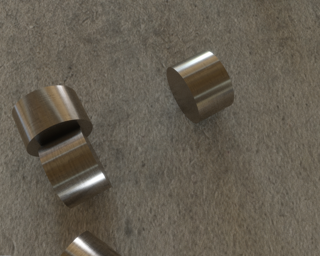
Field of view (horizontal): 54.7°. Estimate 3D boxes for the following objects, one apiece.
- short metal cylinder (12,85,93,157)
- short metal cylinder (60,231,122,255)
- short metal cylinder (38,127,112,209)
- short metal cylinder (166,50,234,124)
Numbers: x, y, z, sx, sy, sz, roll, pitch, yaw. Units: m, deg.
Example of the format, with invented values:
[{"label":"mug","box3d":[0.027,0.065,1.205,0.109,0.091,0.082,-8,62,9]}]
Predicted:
[{"label":"short metal cylinder","box3d":[-0.130,-0.007,0.379,0.080,0.080,0.050,-27,71,-10]},{"label":"short metal cylinder","box3d":[-0.080,0.156,0.321,0.050,0.080,0.080,33,73,11]},{"label":"short metal cylinder","box3d":[-0.097,0.046,0.361,0.050,0.080,0.080,-28,73,-10]},{"label":"short metal cylinder","box3d":[0.050,-0.052,0.399,0.050,0.080,0.080,-28,73,-10]}]
